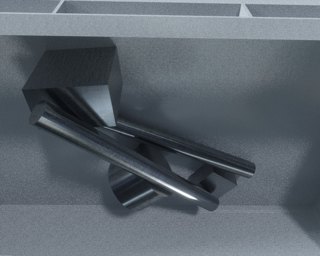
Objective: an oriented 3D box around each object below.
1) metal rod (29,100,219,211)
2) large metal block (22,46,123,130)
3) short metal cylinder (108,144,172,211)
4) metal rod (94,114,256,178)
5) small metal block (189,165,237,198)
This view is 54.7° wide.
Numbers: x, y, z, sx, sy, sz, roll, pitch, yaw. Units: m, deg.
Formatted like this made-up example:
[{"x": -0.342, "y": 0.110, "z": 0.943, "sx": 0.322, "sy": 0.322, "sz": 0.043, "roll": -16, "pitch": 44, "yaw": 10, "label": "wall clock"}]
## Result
[{"x": -0.015, "y": 0.050, "z": 0.373, "sx": 0.025, "sy": 0.025, "sz": 0.301, "roll": -33, "pitch": 136, "yaw": 24, "label": "metal rod"}, {"x": -0.087, "y": -0.045, "z": 0.333, "sx": 0.080, "sy": 0.080, "sz": 0.050, "roll": -3, "pitch": 130, "yaw": 2, "label": "large metal block"}, {"x": -0.024, "y": 0.067, "z": 0.427, "sx": 0.050, "sy": 0.080, "sz": 0.080, "roll": -33, "pitch": 123, "yaw": 24, "label": "short metal cylinder"}, {"x": -0.001, "y": 0.015, "z": 0.420, "sx": 0.302, "sy": 0.025, "sz": 0.025, "roll": 19, "pitch": 127, "yaw": -17, "label": "metal rod"}, {"x": 0.082, "y": 0.082, "z": 0.479, "sx": 0.050, "sy": 0.025, "sz": 0.050, "roll": 31, "pitch": 123, "yaw": -24, "label": "small metal block"}]
